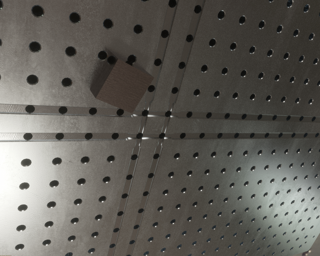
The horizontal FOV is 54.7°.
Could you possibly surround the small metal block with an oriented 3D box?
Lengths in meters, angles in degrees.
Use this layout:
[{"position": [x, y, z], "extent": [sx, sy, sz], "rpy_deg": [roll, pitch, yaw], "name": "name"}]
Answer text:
[{"position": [-0.044, -0.051, 0.357], "extent": [0.050, 0.025, 0.050], "rpy_deg": [23, 106, -37], "name": "small metal block"}]
